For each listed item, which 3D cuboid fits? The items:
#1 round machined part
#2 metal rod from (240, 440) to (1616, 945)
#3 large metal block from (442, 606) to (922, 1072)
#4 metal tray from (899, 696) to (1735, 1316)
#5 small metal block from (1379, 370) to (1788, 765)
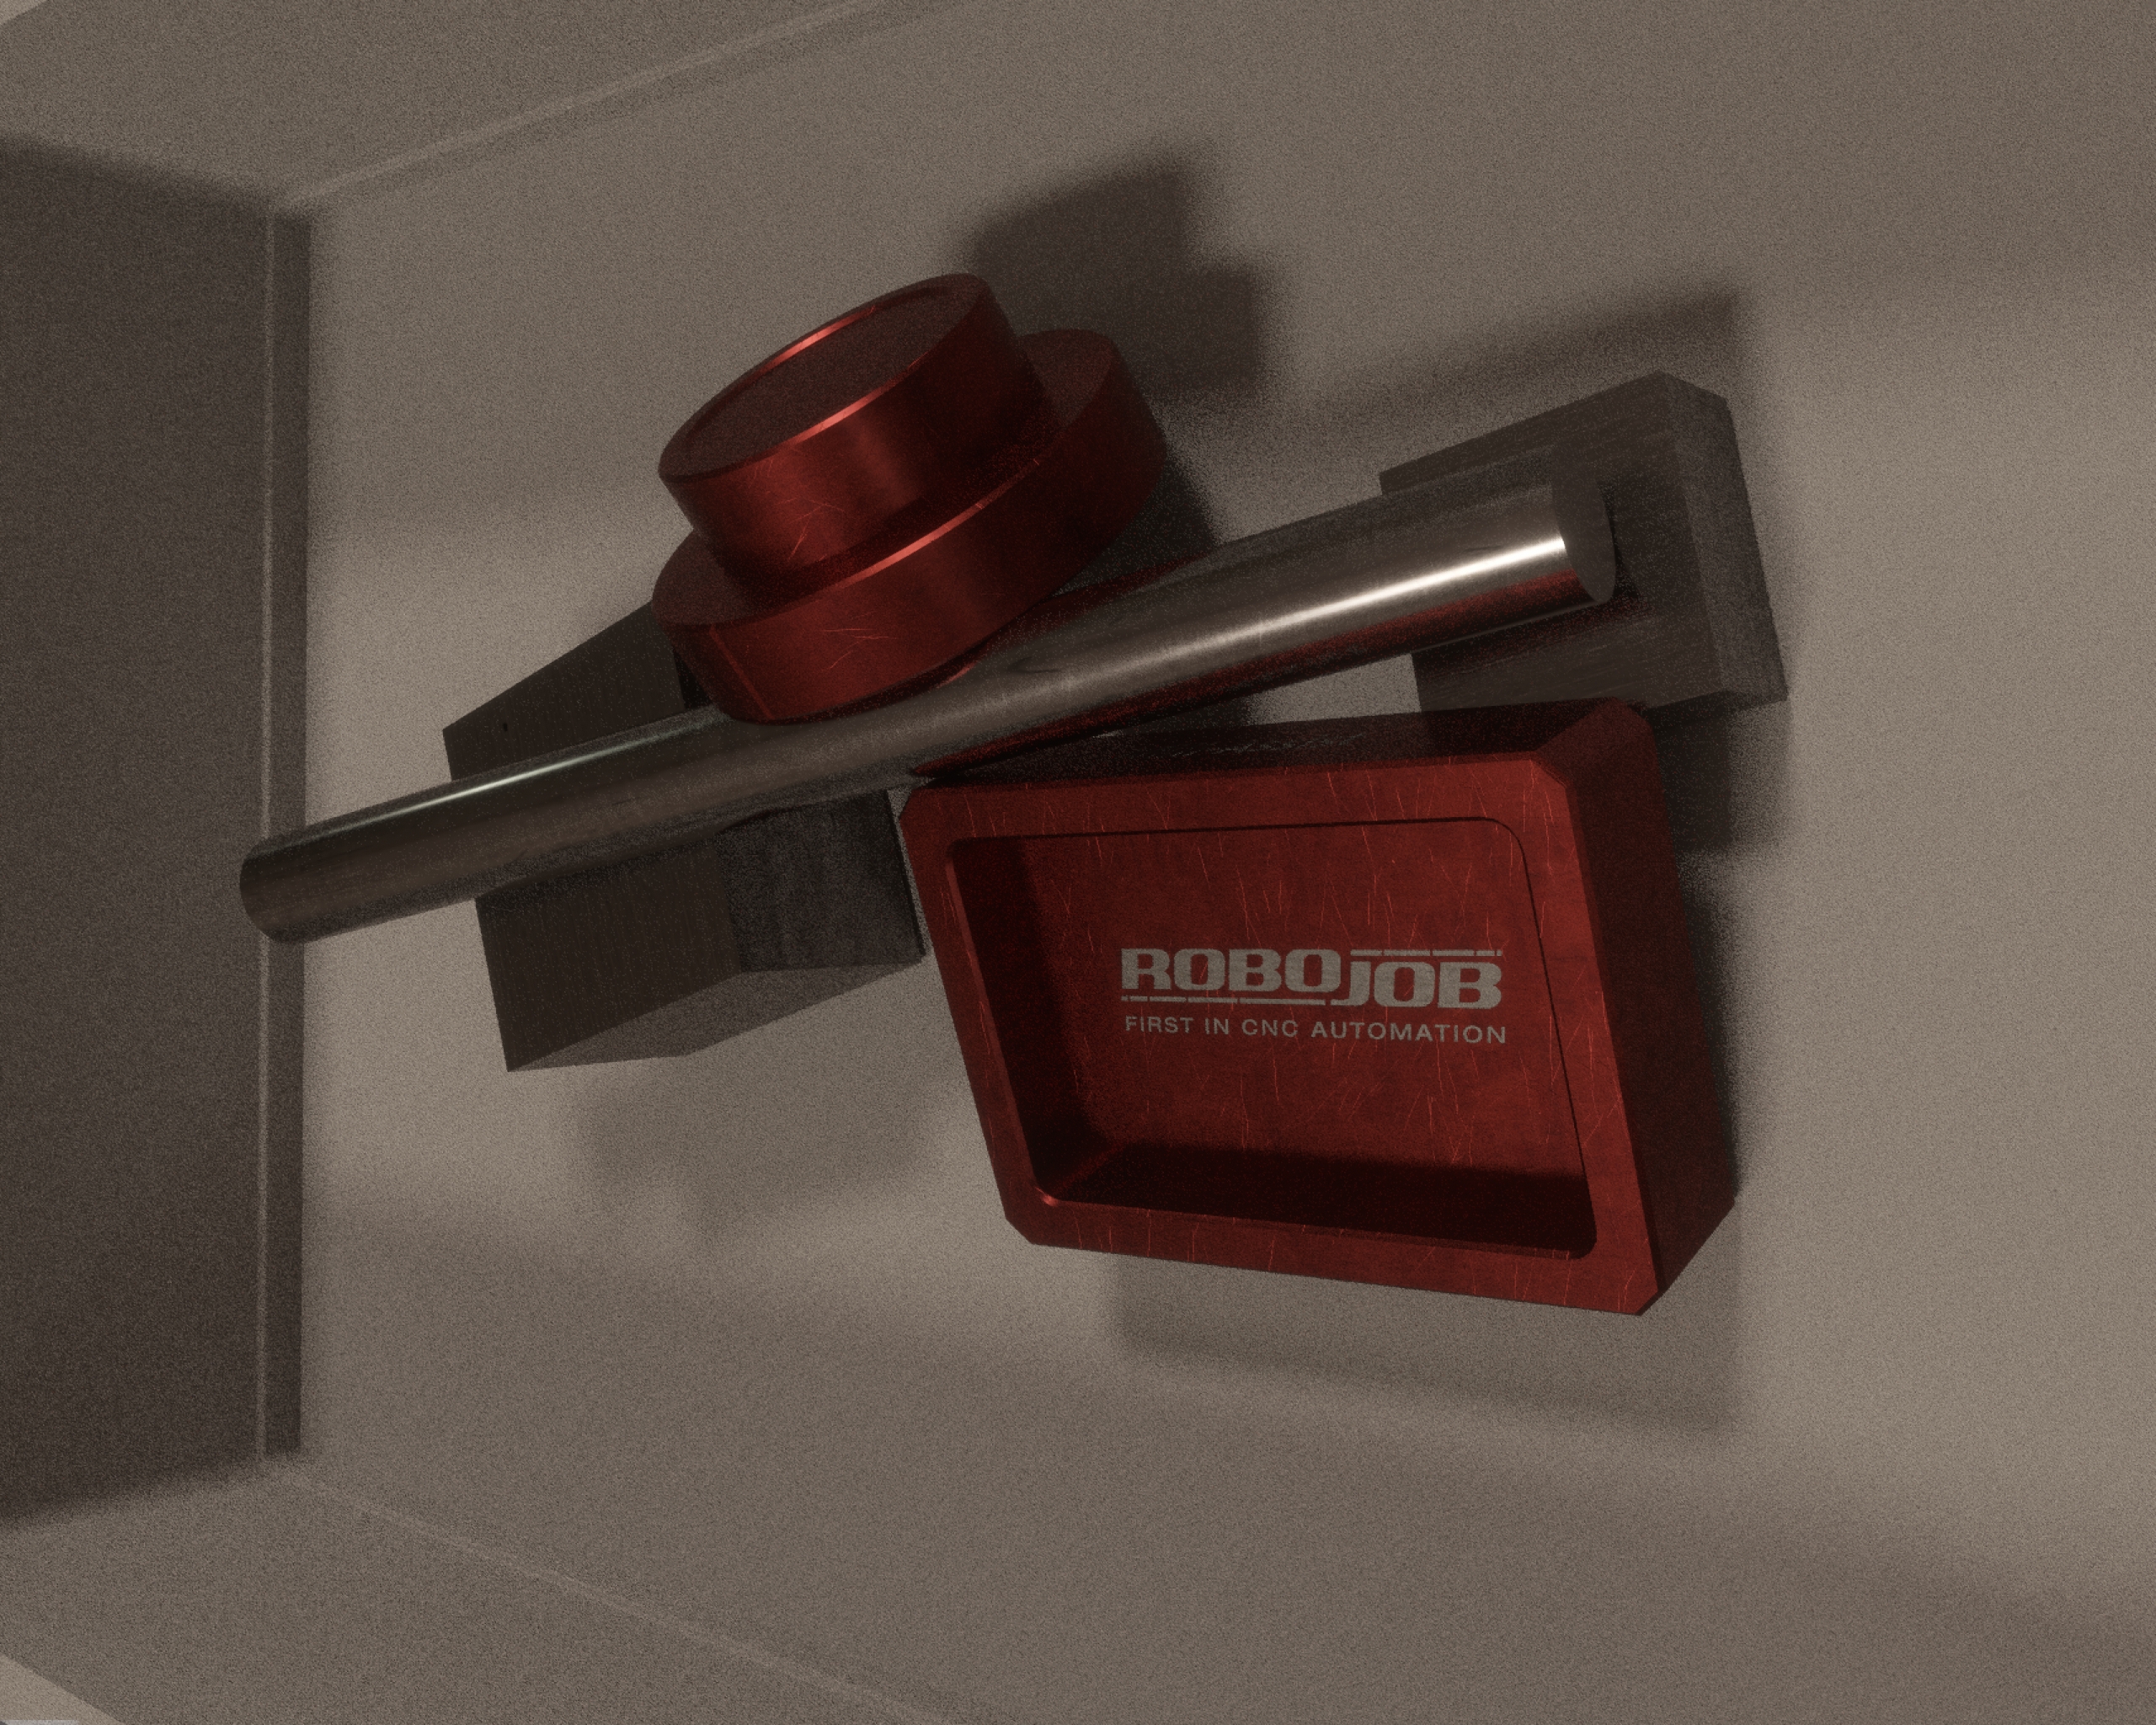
[{"bbox_3d":[-0.037,-0.072,0.383,0.098,0.098,0.042,-6,127,39],"label":"round machined part"},{"bbox_3d":[-0.050,-0.022,0.386,0.300,0.025,0.025,-13,82,31],"label":"metal rod"},{"bbox_3d":[-0.088,-0.004,0.458,0.080,0.050,0.080,-23,76,37],"label":"large metal block"},{"bbox_3d":[0.036,0.023,0.352,0.130,0.030,0.089,-2,108,39],"label":"metal tray"},{"bbox_3d":[0.081,-0.045,0.337,0.050,0.025,0.050,-15,81,38],"label":"small metal block"}]
